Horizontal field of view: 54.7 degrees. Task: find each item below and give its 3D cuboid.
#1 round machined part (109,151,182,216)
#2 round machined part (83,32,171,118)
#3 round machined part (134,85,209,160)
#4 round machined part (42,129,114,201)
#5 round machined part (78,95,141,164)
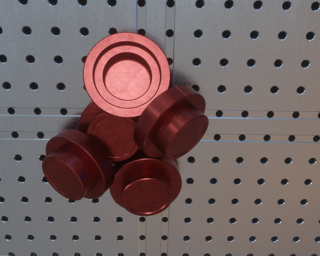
[{"bbox_3d":[-0.019,0.081,0.421,0.099,0.042,0.097,-3,122,-5],"label":"round machined part"},{"bbox_3d":[-0.039,-0.060,0.370,0.099,0.042,0.097,0,89,-6],"label":"round machined part"},{"bbox_3d":[0.020,0.000,0.373,0.042,0.099,0.098,45,109,28],"label":"round machined part"},{"bbox_3d":[-0.111,0.054,0.397,0.098,0.042,0.097,17,128,24],"label":"round machined part"},{"bbox_3d":[-0.057,0.004,0.404,0.099,0.042,0.097,0,110,-1],"label":"round machined part"}]
